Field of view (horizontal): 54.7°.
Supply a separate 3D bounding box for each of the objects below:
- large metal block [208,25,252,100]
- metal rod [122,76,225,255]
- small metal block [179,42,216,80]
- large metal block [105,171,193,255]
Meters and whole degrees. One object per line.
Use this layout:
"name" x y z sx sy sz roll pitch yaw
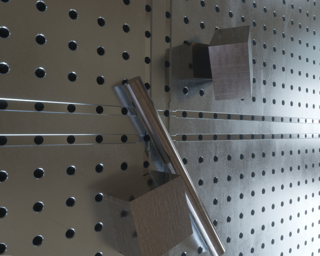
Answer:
"large metal block" 0.106 -0.095 0.450 0.080 0.050 0.080 -64 146 -53
"metal rod" 0.028 0.067 0.432 0.025 0.025 0.299 -41 115 -32
"small metal block" 0.057 -0.097 0.456 0.050 0.025 0.050 -5 93 -40
"large metal block" -0.011 0.107 0.384 0.081 0.050 0.079 -20 103 -38
